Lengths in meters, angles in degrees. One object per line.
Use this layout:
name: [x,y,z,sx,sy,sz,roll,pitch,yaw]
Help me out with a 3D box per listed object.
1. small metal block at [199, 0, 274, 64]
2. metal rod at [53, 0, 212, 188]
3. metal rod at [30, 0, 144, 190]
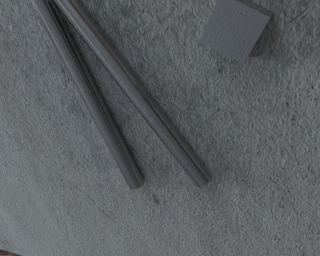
small metal block: [0.075,-0.099,0.305,0.050,0.025,0.050,30,128,8]
metal rod: [-0.030,-0.045,0.393,0.025,0.025,0.300,-30,102,37]
metal rod: [-0.094,-0.041,0.428,0.025,0.025,0.299,-12,113,33]
